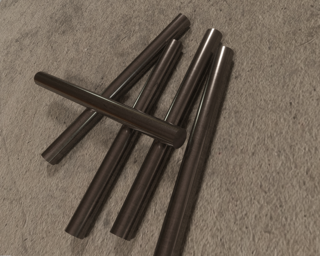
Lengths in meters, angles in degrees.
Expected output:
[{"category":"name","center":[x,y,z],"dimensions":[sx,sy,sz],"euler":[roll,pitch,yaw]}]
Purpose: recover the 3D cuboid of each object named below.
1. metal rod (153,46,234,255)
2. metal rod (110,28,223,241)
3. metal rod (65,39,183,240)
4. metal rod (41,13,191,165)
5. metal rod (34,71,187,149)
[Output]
[{"category":"metal rod","center":[0.042,0.029,0.363],"dimensions":[0.025,0.025,0.300],"euler":[6,64,30]},{"category":"metal rod","center":[0.016,-0.005,0.397],"dimensions":[0.025,0.025,0.300],"euler":[13,68,33]},{"category":"metal rod","center":[-0.041,0.002,0.422],"dimensions":[0.025,0.025,0.300],"euler":[15,69,33]},{"category":"metal rod","center":[-0.064,-0.062,0.473],"dimensions":[0.300,0.025,0.025],"euler":[-47,52,-5]},{"category":"metal rod","center":[-0.090,-0.036,0.437],"dimensions":[0.300,0.025,0.025],"euler":[23,74,36]}]
